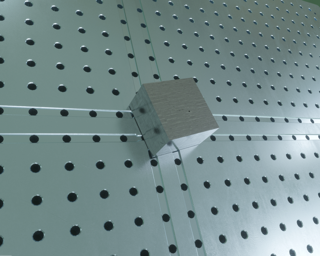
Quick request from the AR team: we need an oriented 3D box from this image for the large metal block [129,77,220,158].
[{"bbox_3d":[0.018,-0.016,0.409,0.081,0.050,0.080,-13,69,-33],"label":"large metal block"}]
